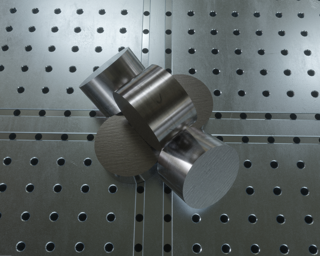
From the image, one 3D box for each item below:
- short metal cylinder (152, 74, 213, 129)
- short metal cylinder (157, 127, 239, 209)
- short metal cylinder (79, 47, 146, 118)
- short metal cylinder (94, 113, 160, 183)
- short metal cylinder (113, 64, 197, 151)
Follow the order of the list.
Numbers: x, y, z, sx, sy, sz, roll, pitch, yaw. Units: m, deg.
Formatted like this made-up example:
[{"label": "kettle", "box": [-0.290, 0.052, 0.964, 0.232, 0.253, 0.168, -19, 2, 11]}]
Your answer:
[{"label": "short metal cylinder", "box": [0.026, -0.023, 0.406, 0.081, 0.050, 0.080, 0, 70, 0]}, {"label": "short metal cylinder", "box": [0.044, 0.045, 0.359, 0.080, 0.080, 0.050, -39, 39, -13]}, {"label": "short metal cylinder", "box": [-0.055, -0.058, 0.396, 0.080, 0.080, 0.050, -44, 110, -15]}, {"label": "short metal cylinder", "box": [-0.037, 0.026, 0.388, 0.081, 0.050, 0.080, 0, 70, 0]}, {"label": "short metal cylinder", "box": [-0.006, -0.021, 0.336, 0.050, 0.080, 0.080, -40, 75, -13]}]
